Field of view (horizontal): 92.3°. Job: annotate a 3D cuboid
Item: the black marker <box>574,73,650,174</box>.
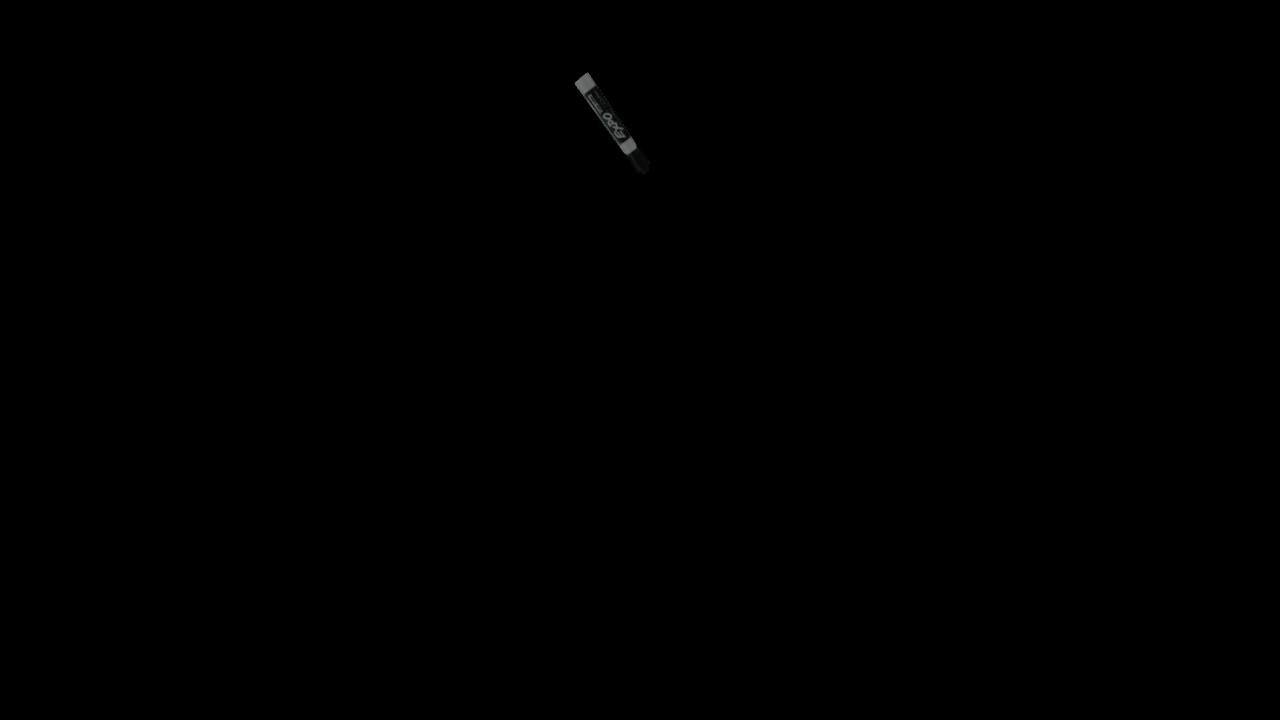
[{"bbox_3d":[-0.028,-0.258,0.678,0.020,0.121,0.020,-33,21,15],"label":"black marker"}]
